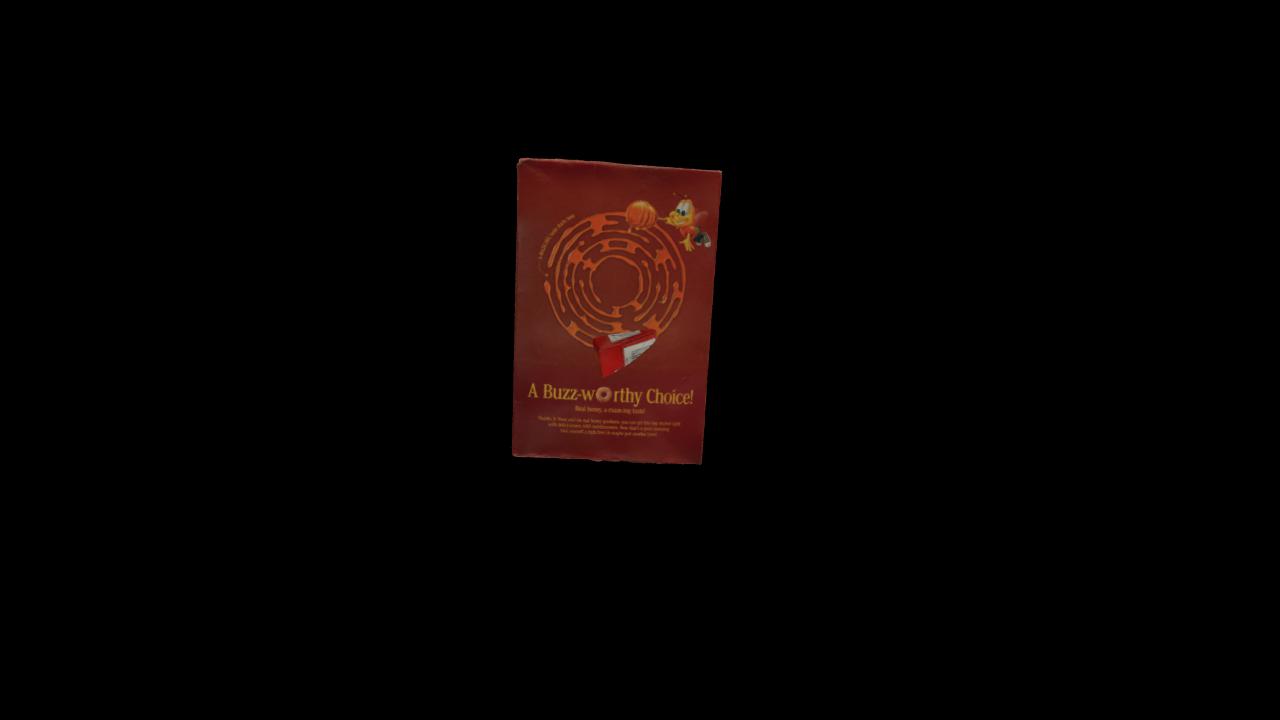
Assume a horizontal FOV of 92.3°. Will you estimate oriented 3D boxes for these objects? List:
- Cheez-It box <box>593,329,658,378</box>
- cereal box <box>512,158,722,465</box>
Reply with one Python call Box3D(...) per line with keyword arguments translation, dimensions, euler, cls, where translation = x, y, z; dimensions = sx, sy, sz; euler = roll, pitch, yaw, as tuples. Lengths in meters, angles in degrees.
Box3D(translation=(-0.046, -0.017, 0.733), dimensions=(0.071, 0.166, 0.223), euler=(-17, 40, -14), cls="Cheez-It box")
Box3D(translation=(-0.027, -0.048, 0.649), dimensions=(0.203, 0.306, 0.081), euler=(2, 8, -2), cls="cereal box")
